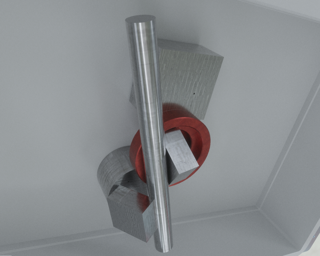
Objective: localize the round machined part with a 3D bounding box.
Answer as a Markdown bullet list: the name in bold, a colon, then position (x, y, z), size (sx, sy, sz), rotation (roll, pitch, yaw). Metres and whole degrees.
- **round machined part**: position (0.009, 0.021, 0.377), size (0.099, 0.042, 0.097), rotation (-14, 125, -21)

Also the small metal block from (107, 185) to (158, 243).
- **small metal block**: position (-0.032, 0.102, 0.370), size (0.025, 0.050, 0.050), rotation (-44, 139, -44)

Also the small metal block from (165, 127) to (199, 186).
- **small metal block**: position (0.015, 0.034, 0.359), size (0.025, 0.050, 0.050), rotation (-19, 161, -22)

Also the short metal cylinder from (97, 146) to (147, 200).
- **short metal cylinder**: position (-0.038, 0.071, 0.416), size (0.081, 0.050, 0.079), rotation (-14, 125, -21)

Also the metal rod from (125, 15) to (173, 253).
- **metal rod**: position (-0.005, 0.034, 0.336), size (0.025, 0.025, 0.298), rotation (-18, 126, -19)

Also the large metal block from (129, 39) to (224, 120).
- **large metal block**: position (0.017, -0.057, 0.365), size (0.081, 0.050, 0.079), rotation (0, 119, -29)
